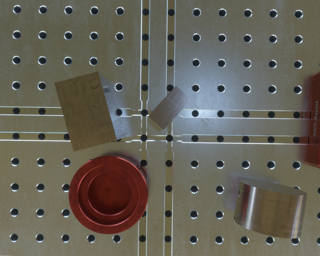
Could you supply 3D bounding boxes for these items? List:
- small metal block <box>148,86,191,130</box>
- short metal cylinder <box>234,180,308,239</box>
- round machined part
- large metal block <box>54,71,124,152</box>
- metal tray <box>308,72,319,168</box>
[{"bbox_3d":[0.012,-0.025,0.401,0.025,0.050,0.050,42,90,0],"label":"small metal block"},{"bbox_3d":[0.137,0.098,0.387,0.080,0.080,0.050,9,90,0],"label":"short metal cylinder"},{"bbox_3d":[-0.064,0.083,0.404,0.099,0.042,0.097,0,90,0],"label":"round machined part"},{"bbox_3d":[-0.083,-0.019,0.385,0.050,0.080,0.080,-15,90,0],"label":"large metal block"},{"bbox_3d":[0.253,-0.009,0.413,0.091,0.030,0.129,4,90,0],"label":"metal tray"}]
